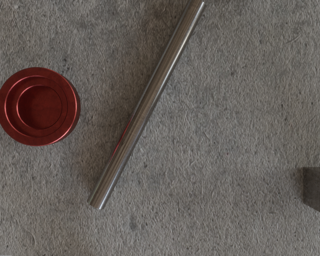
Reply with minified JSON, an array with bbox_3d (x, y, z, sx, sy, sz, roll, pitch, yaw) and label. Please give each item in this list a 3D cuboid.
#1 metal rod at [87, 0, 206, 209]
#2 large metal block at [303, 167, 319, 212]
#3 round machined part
[{"bbox_3d":[-0.018,-0.032,0.409,0.025,0.025,0.299,27,90,0],"label":"metal rod"},{"bbox_3d":[0.237,0.078,0.385,0.081,0.080,0.050,0,90,0],"label":"large metal block"},{"bbox_3d":[-0.151,-0.026,0.400,0.099,0.042,0.097,0,90,0],"label":"round machined part"}]
